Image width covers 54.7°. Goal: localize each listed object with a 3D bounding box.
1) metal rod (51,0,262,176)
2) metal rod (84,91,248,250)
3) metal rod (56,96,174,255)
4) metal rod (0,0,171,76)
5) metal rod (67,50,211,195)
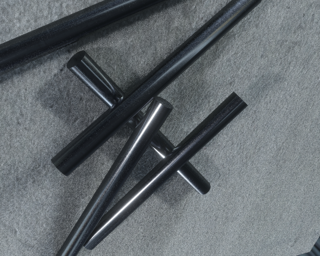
[{"bbox_3d":[0.003,-0.059,0.349,0.301,0.025,0.025,-43,130,-9],"label":"metal rod"},{"bbox_3d":[-0.003,0.066,0.419,0.299,0.025,0.025,-45,130,14],"label":"metal rod"},{"bbox_3d":[-0.072,0.088,0.403,0.025,0.025,0.298,18,115,-36],"label":"metal rod"},{"bbox_3d":[-0.065,-0.107,0.305,0.302,0.025,0.025,-28,128,-11],"label":"metal rod"},{"bbox_3d":[-0.007,0.014,0.412,0.025,0.025,0.300,-43,130,1],"label":"metal rod"}]
